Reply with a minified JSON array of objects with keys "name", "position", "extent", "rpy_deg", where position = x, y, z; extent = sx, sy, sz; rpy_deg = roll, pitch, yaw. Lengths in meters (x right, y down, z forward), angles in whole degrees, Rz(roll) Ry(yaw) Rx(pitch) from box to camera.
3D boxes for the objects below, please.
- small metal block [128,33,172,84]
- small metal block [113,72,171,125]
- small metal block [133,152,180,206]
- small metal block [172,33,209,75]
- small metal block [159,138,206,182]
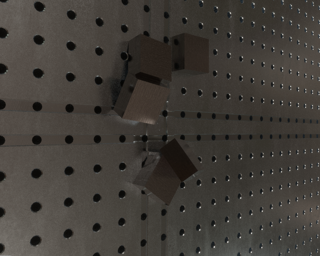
[{"name":"small metal block","position":[-0.012,-0.085,0.395],"extent":[0.050,0.025,0.050],"rpy_deg":[10,74,-40]},{"name":"small metal block","position":[-0.022,-0.035,0.380],"extent":[0.050,0.025,0.050],"rpy_deg":[11,110,-40]},{"name":"small metal block","position":[0.000,0.067,0.411],"extent":[0.050,0.025,0.050],"rpy_deg":[45,63,-31]},{"name":"small metal block","position":[0.045,-0.106,0.449],"extent":[0.050,0.025,0.050],"rpy_deg":[0,90,-40]},{"name":"small metal block","position":[0.031,0.042,0.408],"extent":[0.050,0.025,0.050],"rpy_deg":[55,12,16]}]
